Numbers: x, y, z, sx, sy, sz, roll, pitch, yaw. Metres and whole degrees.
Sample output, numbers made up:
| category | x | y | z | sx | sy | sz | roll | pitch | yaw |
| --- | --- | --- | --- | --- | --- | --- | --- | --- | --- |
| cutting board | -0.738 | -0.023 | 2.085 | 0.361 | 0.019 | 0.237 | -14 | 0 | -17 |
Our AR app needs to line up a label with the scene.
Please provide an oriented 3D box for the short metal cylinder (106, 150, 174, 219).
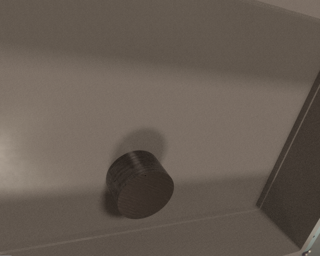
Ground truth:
| category | x | y | z | sx | sy | sz | roll | pitch | yaw |
| --- | --- | --- | --- | --- | --- | --- | --- | --- | --- |
| short metal cylinder | -0.028 | 0.078 | 0.427 | 0.081 | 0.050 | 0.079 | -14 | 125 | -21 |
